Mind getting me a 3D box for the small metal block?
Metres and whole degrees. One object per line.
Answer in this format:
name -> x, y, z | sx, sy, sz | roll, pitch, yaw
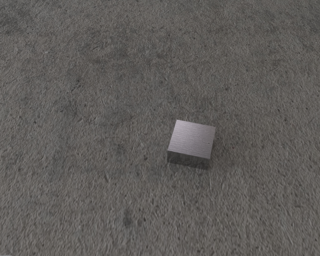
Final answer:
small metal block -> 0.040, 0.021, 0.386 | 0.050, 0.025, 0.050 | 11, 51, 9
